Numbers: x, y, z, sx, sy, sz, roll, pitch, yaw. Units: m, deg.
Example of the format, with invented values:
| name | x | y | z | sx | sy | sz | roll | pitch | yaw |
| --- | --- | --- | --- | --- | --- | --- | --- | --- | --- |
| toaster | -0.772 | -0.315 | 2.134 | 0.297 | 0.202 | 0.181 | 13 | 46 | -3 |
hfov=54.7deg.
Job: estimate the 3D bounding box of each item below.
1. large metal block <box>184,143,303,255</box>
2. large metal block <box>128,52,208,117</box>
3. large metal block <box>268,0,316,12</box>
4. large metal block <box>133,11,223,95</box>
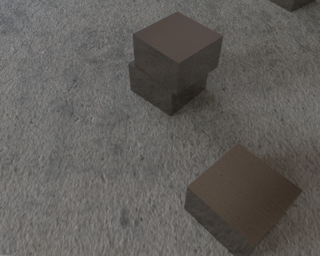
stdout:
| name | x | y | z | sx | sy | sz | roll | pitch | yaw |
| --- | --- | --- | --- | --- | --- | --- | --- | --- | --- |
| large metal block | 0.084 | 0.076 | 0.325 | 0.080 | 0.050 | 0.080 | -35 | 59 | -26 |
| large metal block | 0.013 | -0.075 | 0.450 | 0.080 | 0.050 | 0.080 | 35 | 58 | 25 |
| large metal block | 0.270 | -0.289 | 0.634 | 0.081 | 0.050 | 0.080 | -28 | 56 | -22 |
| large metal block | 0.022 | -0.101 | 0.407 | 0.080 | 0.050 | 0.080 | -36 | 59 | -27 |
